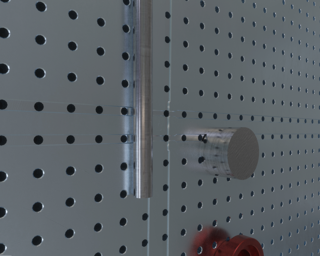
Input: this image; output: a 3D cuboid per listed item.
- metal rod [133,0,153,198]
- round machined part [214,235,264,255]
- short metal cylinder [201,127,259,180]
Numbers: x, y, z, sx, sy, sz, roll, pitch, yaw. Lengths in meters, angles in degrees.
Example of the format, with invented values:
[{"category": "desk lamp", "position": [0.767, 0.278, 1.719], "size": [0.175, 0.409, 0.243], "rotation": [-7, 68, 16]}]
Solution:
[{"category": "metal rod", "position": [-0.022, -0.063, 0.391], "size": [0.025, 0.025, 0.298], "rotation": [0, 90, -40]}, {"category": "round machined part", "position": [0.124, 0.223, 0.503], "size": [0.099, 0.042, 0.097], "rotation": [0, 90, -40]}, {"category": "short metal cylinder", "position": [0.111, 0.038, 0.487], "size": [0.081, 0.050, 0.079], "rotation": [0, 90, -40]}]
